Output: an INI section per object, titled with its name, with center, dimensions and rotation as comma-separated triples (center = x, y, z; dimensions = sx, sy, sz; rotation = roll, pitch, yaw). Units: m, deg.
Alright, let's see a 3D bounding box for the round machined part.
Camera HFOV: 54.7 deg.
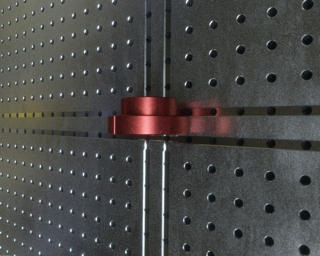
[round machined part]
center = -0.013, -0.014, 0.371
dimensions = 0.098, 0.099, 0.042
rotation = 1, 91, 39
